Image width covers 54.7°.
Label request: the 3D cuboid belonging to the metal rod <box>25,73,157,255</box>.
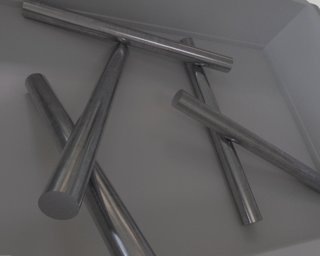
[{"bbox_3d":[-0.067,0.030,0.265,0.025,0.025,0.300,-10,39,-32],"label":"metal rod"}]

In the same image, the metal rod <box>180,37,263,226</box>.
[{"bbox_3d":[0.081,-0.011,0.455,0.025,0.025,0.299,-2,63,-29],"label":"metal rod"}]

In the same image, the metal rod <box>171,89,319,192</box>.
[{"bbox_3d":[0.146,0.030,0.441,0.301,0.025,0.025,28,52,-20],"label":"metal rod"}]

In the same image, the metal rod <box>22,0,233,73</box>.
[{"bbox_3d":[-0.035,-0.129,0.445,0.302,0.025,0.025,12,57,-15],"label":"metal rod"}]

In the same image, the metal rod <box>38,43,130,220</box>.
[{"bbox_3d":[-0.059,-0.031,0.317,0.025,0.025,0.300,25,29,-13],"label":"metal rod"}]
